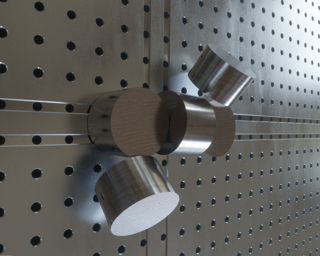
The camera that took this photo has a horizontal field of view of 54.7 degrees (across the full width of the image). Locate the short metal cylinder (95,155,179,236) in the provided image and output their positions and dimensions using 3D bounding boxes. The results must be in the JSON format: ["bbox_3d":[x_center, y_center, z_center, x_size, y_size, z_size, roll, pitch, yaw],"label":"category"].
[{"bbox_3d":[-0.026,0.076,0.346,0.081,0.050,0.080,-21,144,-16],"label":"short metal cylinder"}]

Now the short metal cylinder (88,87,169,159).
[{"bbox_3d":[-0.036,-0.006,0.363,0.081,0.050,0.079,0,90,-40],"label":"short metal cylinder"}]

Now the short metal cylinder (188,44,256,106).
[{"bbox_3d":[0.087,-0.075,0.440,0.081,0.080,0.050,11,125,-40],"label":"short metal cylinder"}]

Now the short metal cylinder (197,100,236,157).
[{"bbox_3d":[0.064,0.000,0.448,0.081,0.050,0.079,0,90,-40],"label":"short metal cylinder"}]

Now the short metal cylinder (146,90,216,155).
[{"bbox_3d":[0.024,-0.005,0.395,0.050,0.080,0.080,6,86,-40],"label":"short metal cylinder"}]
